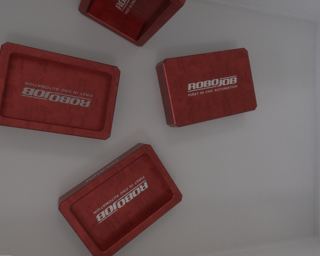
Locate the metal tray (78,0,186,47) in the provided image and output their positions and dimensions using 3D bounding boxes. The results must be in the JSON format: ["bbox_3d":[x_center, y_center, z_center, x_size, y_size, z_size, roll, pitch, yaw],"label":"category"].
[{"bbox_3d":[-0.033,-0.144,0.341,0.090,0.130,0.030,27,75,-18],"label":"metal tray"}]

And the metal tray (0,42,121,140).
[{"bbox_3d":[-0.119,-0.039,0.363,0.131,0.030,0.090,9,87,-20],"label":"metal tray"}]

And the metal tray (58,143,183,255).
[{"bbox_3d":[-0.047,0.090,0.390,0.131,0.030,0.090,-35,101,-17],"label":"metal tray"}]

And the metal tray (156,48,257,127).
[{"bbox_3d":[0.067,-0.057,0.432,0.131,0.030,0.089,-13,94,-20],"label":"metal tray"}]
